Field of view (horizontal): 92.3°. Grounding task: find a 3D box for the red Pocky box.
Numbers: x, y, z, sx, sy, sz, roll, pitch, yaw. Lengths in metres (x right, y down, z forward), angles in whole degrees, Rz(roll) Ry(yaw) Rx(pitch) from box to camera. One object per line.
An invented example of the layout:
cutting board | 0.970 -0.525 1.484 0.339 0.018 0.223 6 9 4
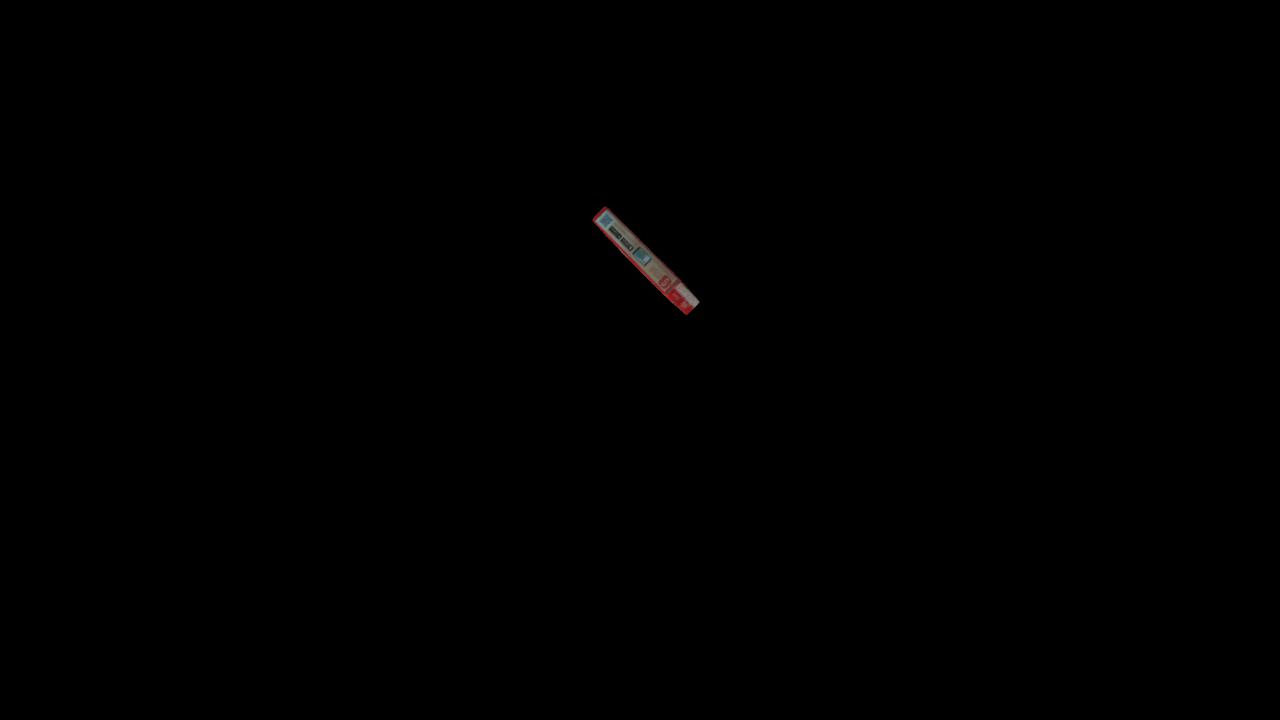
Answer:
red Pocky box | 0.008 -0.125 0.778 0.155 0.028 0.083 48 8 25
